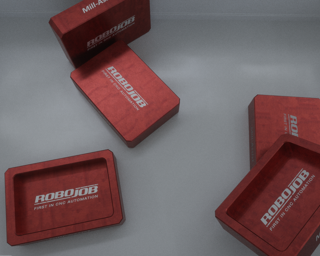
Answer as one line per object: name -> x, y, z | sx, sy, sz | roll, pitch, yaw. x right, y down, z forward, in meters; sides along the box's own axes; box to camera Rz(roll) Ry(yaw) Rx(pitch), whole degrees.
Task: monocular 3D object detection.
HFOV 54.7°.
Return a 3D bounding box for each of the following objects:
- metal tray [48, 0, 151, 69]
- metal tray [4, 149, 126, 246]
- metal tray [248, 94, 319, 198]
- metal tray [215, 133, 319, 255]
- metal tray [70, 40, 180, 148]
metal tray -> -0.075, -0.141, 0.425 | 0.131, 0.090, 0.030 | -34, 74, -12
metal tray -> -0.114, 0.083, 0.375 | 0.131, 0.030, 0.090 | -11, 70, -4
metal tray -> 0.165, 0.024, 0.399 | 0.091, 0.030, 0.130 | 4, 70, 1
metal tray -> 0.133, 0.072, 0.323 | 0.130, 0.030, 0.090 | -44, 39, -15
metal tray -> -0.047, -0.049, 0.424 | 0.090, 0.030, 0.130 | -39, 75, -13
